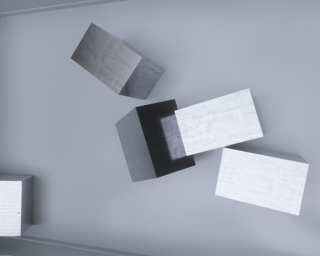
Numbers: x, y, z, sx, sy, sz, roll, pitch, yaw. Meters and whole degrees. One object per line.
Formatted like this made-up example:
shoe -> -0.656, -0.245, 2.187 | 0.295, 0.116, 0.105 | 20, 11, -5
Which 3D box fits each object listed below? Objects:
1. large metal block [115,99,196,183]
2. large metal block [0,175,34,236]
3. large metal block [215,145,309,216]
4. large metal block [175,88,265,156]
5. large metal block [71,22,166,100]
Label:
large metal block -> -0.009, 0.018, 0.378 | 0.080, 0.050, 0.080 | -29, 77, 63
large metal block -> -0.241, 0.115, 0.468 | 0.081, 0.050, 0.080 | 1, 91, -3
large metal block -> 0.112, 0.051, 0.342 | 0.080, 0.080, 0.050 | 11, 94, 19
large metal block -> 0.072, -0.005, 0.356 | 0.080, 0.080, 0.050 | -16, 85, 19
large metal block -> -0.051, -0.082, 0.399 | 0.080, 0.080, 0.050 | 38, 102, 16
